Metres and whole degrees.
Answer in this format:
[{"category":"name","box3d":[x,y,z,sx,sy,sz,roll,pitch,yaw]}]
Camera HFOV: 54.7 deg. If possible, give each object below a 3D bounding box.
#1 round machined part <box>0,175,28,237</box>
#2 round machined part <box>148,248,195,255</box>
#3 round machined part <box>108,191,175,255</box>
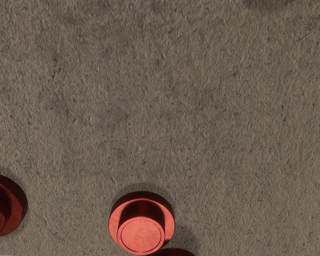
[{"category":"round machined part","box3d":[-0.246,0.117,0.440,0.099,0.042,0.097,0,110,-1]},{"category":"round machined part","box3d":[0.014,0.231,0.473,0.099,0.042,0.097,-4,126,-5]},{"category":"round machined part","box3d":[-0.027,0.146,0.454,0.099,0.042,0.097,0,110,-1]}]
